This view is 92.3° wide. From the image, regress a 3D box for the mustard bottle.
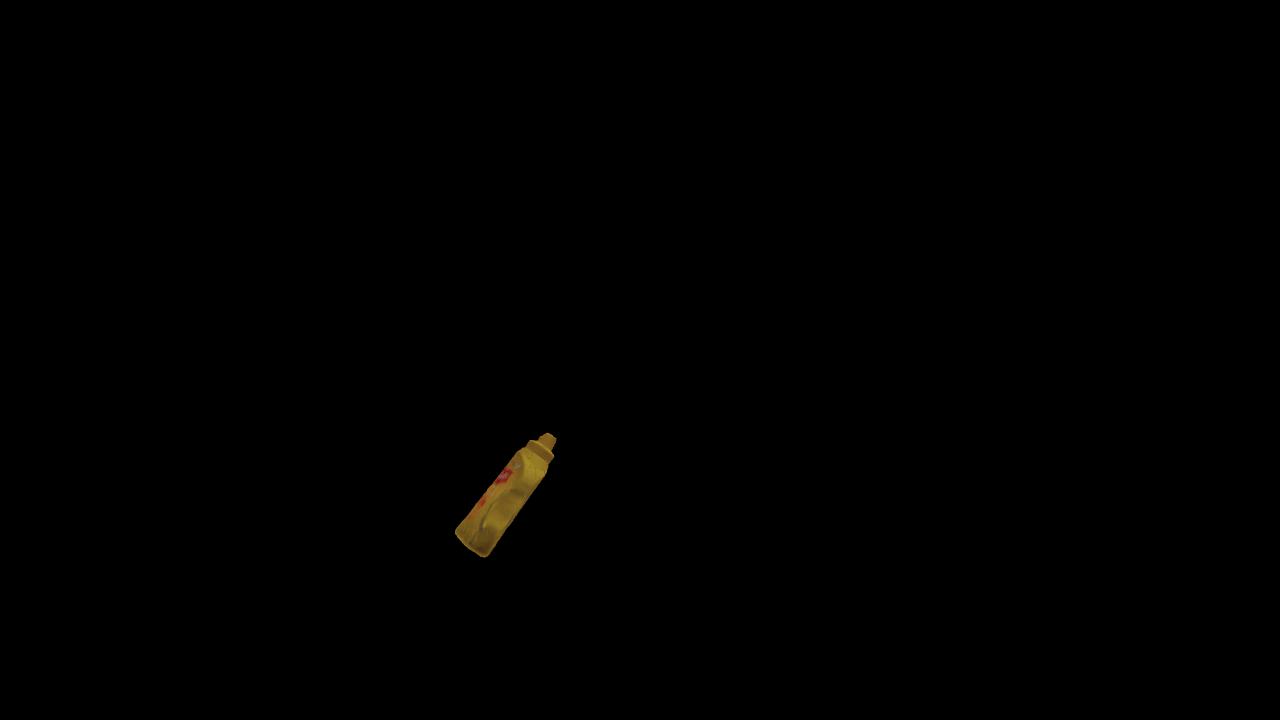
[{"bbox_3d":[-0.177,0.178,0.853,0.054,0.184,0.092,40,-16,-11],"label":"mustard bottle"}]
